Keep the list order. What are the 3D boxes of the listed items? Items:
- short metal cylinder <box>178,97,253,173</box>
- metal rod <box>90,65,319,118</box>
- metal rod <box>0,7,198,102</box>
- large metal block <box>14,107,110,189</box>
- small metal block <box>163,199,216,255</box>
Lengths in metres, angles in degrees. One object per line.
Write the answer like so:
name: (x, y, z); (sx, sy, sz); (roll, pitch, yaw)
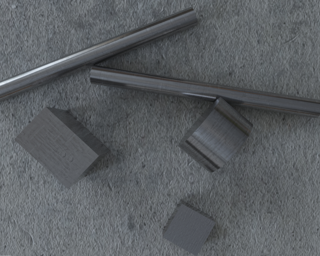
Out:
short metal cylinder: (0.068, 0.008, 0.383); (0.050, 0.080, 0.080); (40, 90, -1)
metal rod: (0.060, -0.048, 0.410); (0.302, 0.025, 0.025); (9, 90, -1)
metal rod: (-0.095, -0.093, 0.408); (0.301, 0.025, 0.025); (-21, 90, -1)
large metal block: (-0.114, 0.021, 0.381); (0.080, 0.080, 0.050); (43, 90, -1)
small metal block: (0.038, 0.131, 0.411); (0.050, 0.025, 0.050); (30, 90, -1)
